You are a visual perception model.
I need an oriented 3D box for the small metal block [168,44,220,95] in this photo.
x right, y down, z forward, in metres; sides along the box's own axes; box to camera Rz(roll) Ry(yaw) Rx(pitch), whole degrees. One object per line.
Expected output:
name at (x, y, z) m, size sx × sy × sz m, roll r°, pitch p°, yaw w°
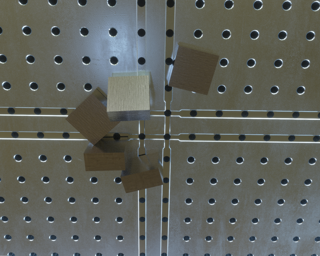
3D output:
small metal block at (0.041, -0.073, 0.387) m, size 0.050 × 0.025 × 0.050 m, roll 13°, pitch 110°, yaw -5°

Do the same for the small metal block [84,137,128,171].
small metal block at (-0.069, 0.034, 0.412) m, size 0.050 × 0.050 × 0.025 m, roll -1°, pitch 111°, yaw 0°

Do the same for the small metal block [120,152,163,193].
small metal block at (-0.023, 0.059, 0.422) m, size 0.050 × 0.050 × 0.025 m, roll -14°, pitch 110°, yaw 4°

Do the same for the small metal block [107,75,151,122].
small metal block at (-0.038, -0.037, 0.384) m, size 0.050 × 0.050 × 0.025 m, roll -2°, pitch 153°, yaw 0°

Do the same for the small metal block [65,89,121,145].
small metal block at (-0.085, -0.014, 0.406) m, size 0.050 × 0.025 × 0.050 m, roll -40°, pitch 105°, yaw 14°
